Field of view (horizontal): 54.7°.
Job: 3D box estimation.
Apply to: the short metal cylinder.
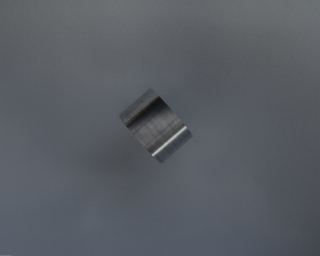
[{"bbox_3d":[-0.005,-0.003,0.381,0.050,0.080,0.080,-41,91,0],"label":"short metal cylinder"}]
